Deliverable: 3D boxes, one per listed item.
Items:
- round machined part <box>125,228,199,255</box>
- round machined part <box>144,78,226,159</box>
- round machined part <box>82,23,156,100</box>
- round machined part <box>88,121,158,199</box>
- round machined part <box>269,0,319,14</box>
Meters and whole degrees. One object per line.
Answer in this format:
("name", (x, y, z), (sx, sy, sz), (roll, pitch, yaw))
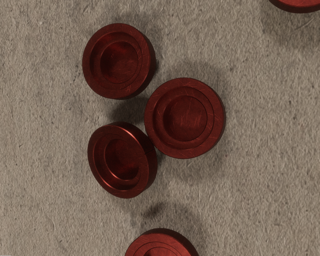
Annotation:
("round machined part", (0.006, 0.177, 0.397), (0.098, 0.042, 0.097), (0, 90, 19))
("round machined part", (0.033, -0.012, 0.388), (0.098, 0.042, 0.097), (0, 90, 19))
("round machined part", (-0.051, -0.086, 0.417), (0.098, 0.042, 0.097), (0, 90, 19))
("round machined part", (-0.044, 0.038, 0.404), (0.098, 0.042, 0.097), (10, 109, 30))
("round machined part", (0.162, -0.176, 0.343), (0.098, 0.042, 0.097), (0, 90, 19))
